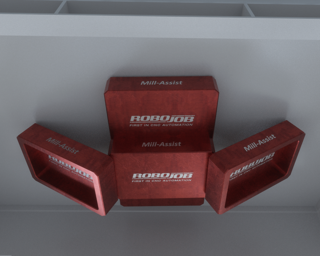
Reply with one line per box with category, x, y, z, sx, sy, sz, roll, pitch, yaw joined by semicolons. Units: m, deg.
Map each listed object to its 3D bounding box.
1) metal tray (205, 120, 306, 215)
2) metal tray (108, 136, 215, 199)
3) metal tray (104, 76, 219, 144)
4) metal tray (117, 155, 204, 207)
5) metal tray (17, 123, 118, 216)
metal tray;0.123;0.051;0.407;0.131;0.030;0.089;-21;134;-21
metal tray;0.003;0.054;0.410;0.131;0.030;0.089;-1;130;0
metal tray;0.002;-0.018;0.387;0.131;0.030;0.089;-1;130;0
metal tray;0.003;0.080;0.470;0.131;0.030;0.089;-1;130;0
metal tray;-0.120;0.055;0.409;0.130;0.030;0.089;21;135;21
